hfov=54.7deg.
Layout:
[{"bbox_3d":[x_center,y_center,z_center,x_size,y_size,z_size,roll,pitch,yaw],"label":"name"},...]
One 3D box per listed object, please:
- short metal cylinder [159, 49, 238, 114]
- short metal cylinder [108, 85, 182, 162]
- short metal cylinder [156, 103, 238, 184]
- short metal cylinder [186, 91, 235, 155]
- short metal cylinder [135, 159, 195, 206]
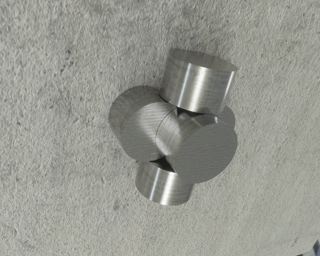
[{"bbox_3d":[0.044,-0.057,0.364,0.081,0.080,0.050,0,119,-29],"label":"short metal cylinder"},{"bbox_3d":[-0.017,-0.006,0.380,0.081,0.050,0.079,-14,125,-21],"label":"short metal cylinder"},{"bbox_3d":[0.042,0.018,0.362,0.081,0.050,0.079,-14,125,-21],"label":"short metal cylinder"},{"bbox_3d":[0.053,-0.007,0.419,0.081,0.050,0.079,-14,125,-21],"label":"short metal cylinder"},{"bbox_3d":[0.011,0.058,0.417,0.081,0.080,0.050,0,118,-29],"label":"short metal cylinder"}]
